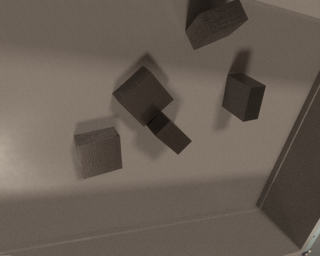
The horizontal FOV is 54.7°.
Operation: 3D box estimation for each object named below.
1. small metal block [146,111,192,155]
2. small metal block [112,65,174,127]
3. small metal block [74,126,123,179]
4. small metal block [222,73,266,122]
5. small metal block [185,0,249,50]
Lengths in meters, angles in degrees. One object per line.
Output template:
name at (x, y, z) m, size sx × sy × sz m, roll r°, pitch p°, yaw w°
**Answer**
small metal block at (0.007, 0.001, 0.398) m, size 0.025 × 0.050 × 0.050 m, roll -46°, pitch 130°, yaw 4°
small metal block at (-0.020, -0.038, 0.376) m, size 0.050 × 0.025 × 0.050 m, roll -43°, pitch 130°, yaw 1°
small metal block at (-0.076, 0.030, 0.387) m, size 0.050 × 0.025 × 0.050 m, roll -14°, pitch 124°, yaw -21°
small metal block at (0.115, -0.044, 0.431) m, size 0.025 × 0.050 × 0.050 m, roll -11°, pitch 123°, yaw -23°
small metal block at (0.063, -0.117, 0.353) m, size 0.050 × 0.050 × 0.025 m, roll -25°, pitch 92°, yaw -13°
